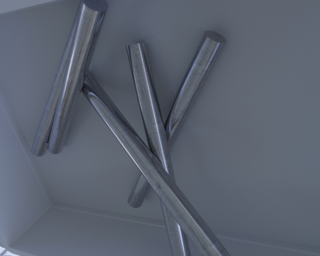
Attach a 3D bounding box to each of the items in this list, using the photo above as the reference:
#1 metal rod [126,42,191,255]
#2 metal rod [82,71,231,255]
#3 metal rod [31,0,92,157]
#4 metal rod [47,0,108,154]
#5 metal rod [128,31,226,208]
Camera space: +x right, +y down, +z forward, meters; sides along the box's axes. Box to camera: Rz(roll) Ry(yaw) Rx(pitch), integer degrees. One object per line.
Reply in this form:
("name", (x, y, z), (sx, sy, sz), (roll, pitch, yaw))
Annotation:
("metal rod", (0.002, 0.045, 0.392), (0.025, 0.025, 0.298), (-5, 103, 30))
("metal rod", (-0.019, 0.038, 0.372), (0.300, 0.025, 0.025), (51, 132, 20))
("metal rod", (-0.146, -0.053, 0.452), (0.025, 0.025, 0.298), (38, 129, 2))
("metal rod", (-0.119, -0.043, 0.409), (0.025, 0.025, 0.298), (39, 140, 2))
("metal rod", (0.008, 0.013, 0.411), (0.025, 0.025, 0.298), (31, 128, 8))
